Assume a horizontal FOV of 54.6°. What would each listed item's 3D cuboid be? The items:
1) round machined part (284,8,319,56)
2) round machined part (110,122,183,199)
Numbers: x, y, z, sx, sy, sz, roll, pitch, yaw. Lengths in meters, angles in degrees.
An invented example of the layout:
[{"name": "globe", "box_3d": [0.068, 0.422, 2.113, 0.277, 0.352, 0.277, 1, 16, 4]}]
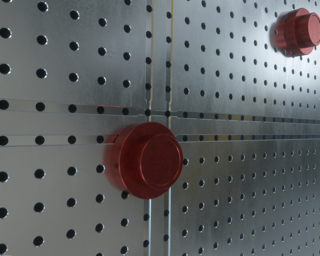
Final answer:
[{"name": "round machined part", "box_3d": [0.307, -0.203, 0.652, 0.099, 0.042, 0.097, 0, 90, -40]}, {"name": "round machined part", "box_3d": [-0.009, 0.041, 0.389, 0.099, 0.042, 0.097, 0, 90, -40]}]
